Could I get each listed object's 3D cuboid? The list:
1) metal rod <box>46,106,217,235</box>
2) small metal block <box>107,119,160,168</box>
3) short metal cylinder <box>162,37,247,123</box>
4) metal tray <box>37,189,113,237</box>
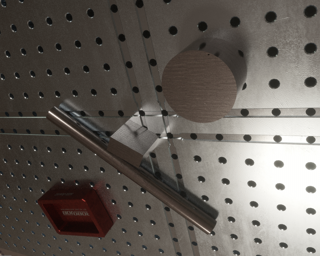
[{"bbox_3d":[-0.046,0.062,0.471,0.301,0.025,0.025,35,129,4],"label":"metal rod"},{"bbox_3d":[-0.036,0.020,0.425,0.050,0.050,0.025,29,128,9],"label":"small metal block"},{"bbox_3d":[0.049,-0.052,0.336,0.080,0.050,0.079,13,124,20],"label":"short metal cylinder"},{"bbox_3d":[-0.162,0.162,0.590,0.130,0.030,0.090,-9,114,32],"label":"metal tray"}]
